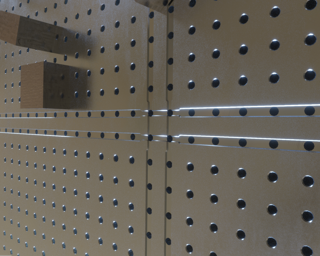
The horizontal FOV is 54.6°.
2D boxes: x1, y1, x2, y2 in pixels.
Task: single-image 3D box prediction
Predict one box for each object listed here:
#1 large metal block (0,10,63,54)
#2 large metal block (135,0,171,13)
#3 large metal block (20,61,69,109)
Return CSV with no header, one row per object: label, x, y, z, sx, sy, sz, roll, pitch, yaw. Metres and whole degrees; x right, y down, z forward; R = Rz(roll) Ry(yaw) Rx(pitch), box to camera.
large metal block,-0.242,-0.177,0.575,0.080,0.081,0.050,25,106,37
large metal block,-0.010,-0.213,0.402,0.080,0.050,0.080,-47,62,30
large metal block,-0.213,-0.075,0.571,0.080,0.050,0.080,2,92,40
